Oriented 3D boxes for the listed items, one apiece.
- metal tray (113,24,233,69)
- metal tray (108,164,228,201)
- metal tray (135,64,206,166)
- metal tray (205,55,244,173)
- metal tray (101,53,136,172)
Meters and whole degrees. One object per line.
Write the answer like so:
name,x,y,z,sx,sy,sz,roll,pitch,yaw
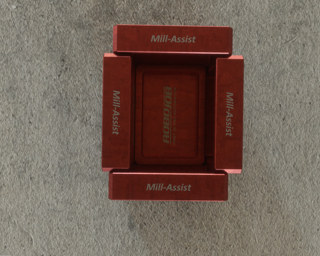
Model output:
metal tray,0.014,-0.096,0.378,0.131,0.090,0.030,1,90,-1
metal tray,0.009,0.063,0.378,0.131,0.090,0.030,1,90,-1
metal tray,0.013,-0.017,0.409,0.091,0.030,0.129,1,90,-1
metal tray,0.075,-0.015,0.379,0.030,0.090,0.129,1,90,0
metal tray,-0.047,-0.017,0.377,0.030,0.090,0.129,1,90,0
